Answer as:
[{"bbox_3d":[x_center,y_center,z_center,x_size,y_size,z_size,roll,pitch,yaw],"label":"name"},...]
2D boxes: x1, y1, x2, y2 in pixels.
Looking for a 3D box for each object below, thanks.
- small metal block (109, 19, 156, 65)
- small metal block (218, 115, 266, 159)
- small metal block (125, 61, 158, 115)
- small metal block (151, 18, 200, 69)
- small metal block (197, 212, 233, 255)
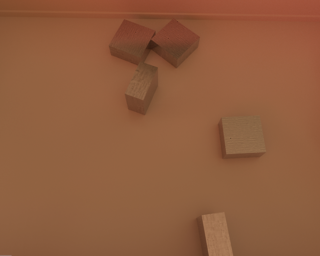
[{"bbox_3d":[-0.040,-0.125,0.455,0.050,0.025,0.050,23,71,8],"label":"small metal block"},{"bbox_3d":[0.106,0.012,0.407,0.050,0.025,0.050,-3,70,-2],"label":"small metal block"},{"bbox_3d":[-0.023,-0.052,0.415,0.025,0.050,0.050,20,71,7],"label":"small metal block"},{"bbox_3d":[0.022,-0.125,0.455,0.050,0.025,0.050,40,74,13],"label":"small metal block"},{"bbox_3d":[0.061,0.125,0.352,0.025,0.050,0.050,-7,70,-3],"label":"small metal block"}]
